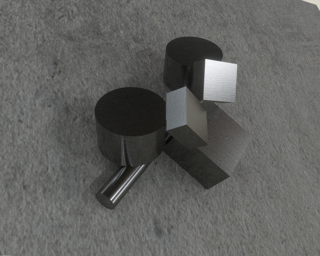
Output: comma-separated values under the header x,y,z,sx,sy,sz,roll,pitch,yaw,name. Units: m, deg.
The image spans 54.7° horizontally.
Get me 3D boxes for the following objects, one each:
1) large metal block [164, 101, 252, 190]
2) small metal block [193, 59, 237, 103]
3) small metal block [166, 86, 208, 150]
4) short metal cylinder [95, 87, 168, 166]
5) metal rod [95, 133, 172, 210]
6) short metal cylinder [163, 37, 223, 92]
x,y,z,sx,sy,sz,roll,pitch,yaw,name
0.063,0.020,0.411,0.080,0.050,0.080,41,51,0,large metal block
0.071,-0.059,0.401,0.050,0.025,0.050,2,91,-28,small metal block
0.031,-0.010,0.350,0.050,0.025,0.050,40,42,-45,small metal block
-0.032,-0.003,0.357,0.081,0.050,0.080,3,45,-3,short metal cylinder
0.019,-0.010,0.423,0.025,0.025,0.301,42,51,0,metal rod
0.047,-0.091,0.453,0.081,0.050,0.080,3,45,-3,short metal cylinder
